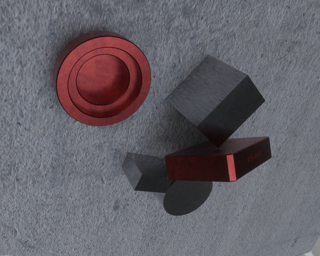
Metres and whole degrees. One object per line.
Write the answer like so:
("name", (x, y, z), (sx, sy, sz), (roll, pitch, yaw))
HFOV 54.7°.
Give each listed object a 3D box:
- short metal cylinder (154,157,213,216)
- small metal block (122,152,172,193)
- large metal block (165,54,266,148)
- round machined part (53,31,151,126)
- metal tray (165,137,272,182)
("short metal cylinder", (0.030, 0.083, 0.460), (0.081, 0.050, 0.079), (-14, 125, -21))
("small metal block", (-0.017, 0.061, 0.420), (0.050, 0.050, 0.025), (13, 113, -34))
("large metal block", (0.066, -0.035, 0.387), (0.080, 0.080, 0.050), (-46, 128, 4))
("round machined part", (-0.063, -0.054, 0.329), (0.099, 0.042, 0.097), (-14, 125, -21))
("metal tray", (0.079, 0.038, 0.402), (0.131, 0.090, 0.030), (-12, 95, -53))
